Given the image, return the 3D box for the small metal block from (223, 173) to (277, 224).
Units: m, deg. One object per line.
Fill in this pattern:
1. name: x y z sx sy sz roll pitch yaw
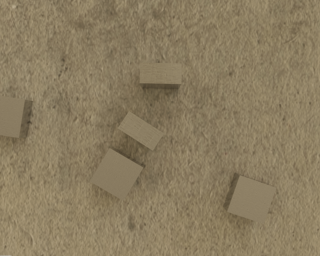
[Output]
1. small metal block: 0.118 0.092 0.412 0.050 0.025 0.050 19 90 -1

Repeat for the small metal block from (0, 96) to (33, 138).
1. small metal block: -0.201 -0.016 0.407 0.050 0.025 0.050 9 90 -1

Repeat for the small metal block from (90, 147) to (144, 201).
1. small metal block: -0.056 0.060 0.409 0.050 0.025 0.050 31 90 -1

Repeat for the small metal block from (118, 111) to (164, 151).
1. small metal block: -0.023 0.003 0.397 0.050 0.050 0.025 33 90 -1

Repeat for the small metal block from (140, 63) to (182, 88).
1. small metal block: 0.001 -0.066 0.397 0.050 0.050 0.025 1 90 -1
